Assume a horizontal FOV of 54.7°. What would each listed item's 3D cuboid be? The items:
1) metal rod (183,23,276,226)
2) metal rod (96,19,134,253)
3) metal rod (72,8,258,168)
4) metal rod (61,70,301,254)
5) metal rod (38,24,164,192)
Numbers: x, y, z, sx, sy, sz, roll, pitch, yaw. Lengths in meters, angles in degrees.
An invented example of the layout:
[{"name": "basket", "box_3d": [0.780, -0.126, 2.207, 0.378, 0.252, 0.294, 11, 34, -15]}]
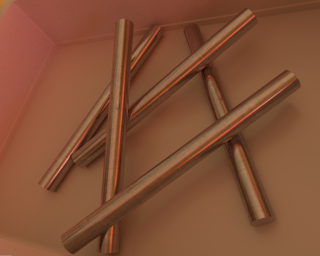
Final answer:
[{"name": "metal rod", "box_3d": [0.074, -0.029, 0.384, 0.025, 0.025, 0.299, -23, 53, 14]}, {"name": "metal rod", "box_3d": [-0.054, -0.003, 0.394, 0.025, 0.025, 0.299, -6, 72, 25]}, {"name": "metal rod", "box_3d": [-0.001, -0.046, 0.411, 0.300, 0.025, 0.025, -39, 51, 10]}, {"name": "metal rod", "box_3d": [0.021, 0.037, 0.335, 0.300, 0.025, 0.025, -37, 51, 1]}, {"name": "metal rod", "box_3d": [-0.083, -0.038, 0.472, 0.025, 0.025, 0.300, 23, 74, 36]}]
